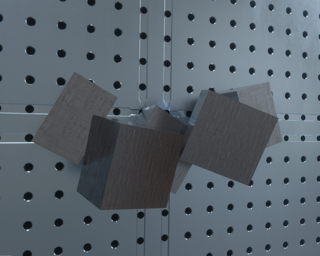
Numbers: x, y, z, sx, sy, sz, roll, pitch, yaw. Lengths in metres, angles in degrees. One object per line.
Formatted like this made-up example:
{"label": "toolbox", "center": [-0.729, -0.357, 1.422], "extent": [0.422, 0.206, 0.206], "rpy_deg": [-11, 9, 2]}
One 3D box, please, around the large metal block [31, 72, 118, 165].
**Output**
{"label": "large metal block", "center": [-0.098, -0.010, 0.347], "extent": [0.050, 0.080, 0.080], "rpy_deg": [32, 80, -18]}

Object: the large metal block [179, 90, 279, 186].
{"label": "large metal block", "center": [0.073, 0.008, 0.354], "extent": [0.080, 0.050, 0.080], "rpy_deg": [22, 96, -4]}

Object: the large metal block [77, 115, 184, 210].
{"label": "large metal block", "center": [-0.030, 0.036, 0.319], "extent": [0.081, 0.050, 0.080], "rpy_deg": [11, 93, -41]}

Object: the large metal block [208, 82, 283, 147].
{"label": "large metal block", "center": [0.113, -0.014, 0.426], "extent": [0.050, 0.080, 0.080], "rpy_deg": [-17, 96, -19]}

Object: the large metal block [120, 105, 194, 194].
{"label": "large metal block", "center": [-0.002, 0.027, 0.399], "extent": [0.080, 0.050, 0.080], "rpy_deg": [34, 79, -17]}
